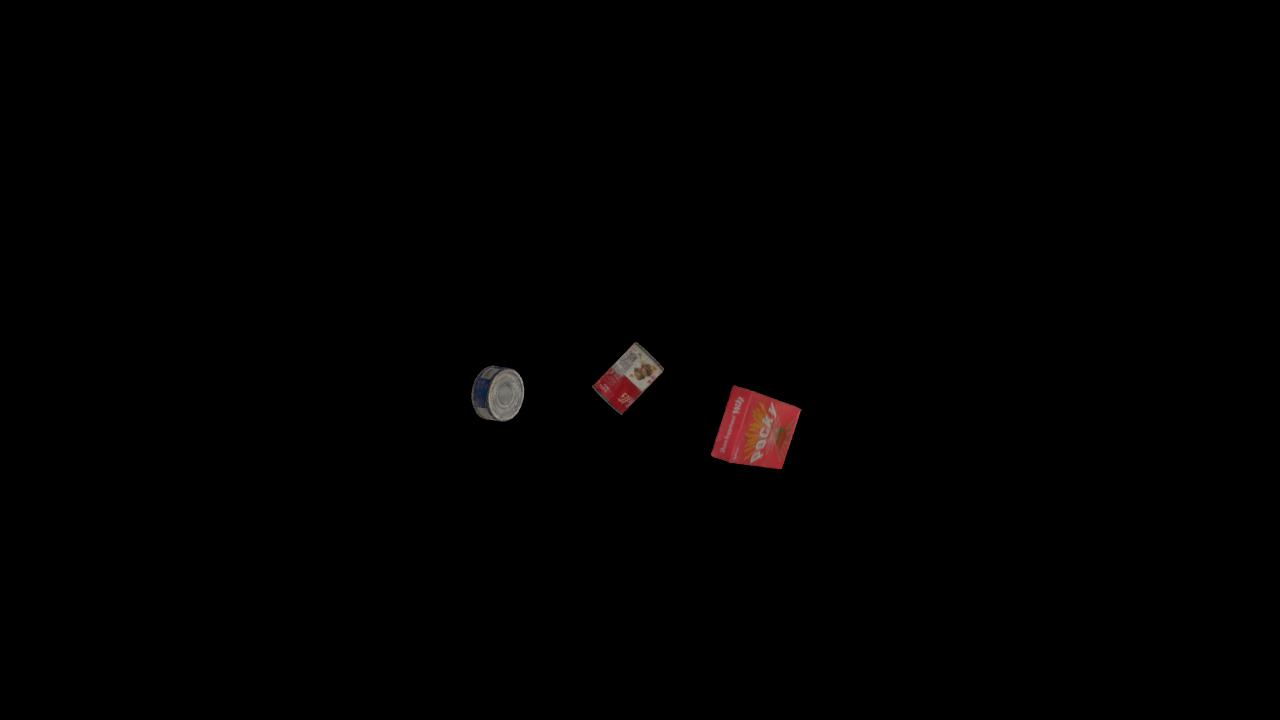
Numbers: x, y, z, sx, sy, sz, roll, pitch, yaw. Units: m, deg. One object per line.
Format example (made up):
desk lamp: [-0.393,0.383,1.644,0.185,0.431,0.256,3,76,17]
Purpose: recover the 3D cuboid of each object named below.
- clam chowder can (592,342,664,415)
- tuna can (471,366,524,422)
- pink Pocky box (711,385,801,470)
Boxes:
clam chowder can: [-0.019,0.029,0.991,0.068,0.102,0.068,43,-2,2]
tuna can: [-0.215,0.051,0.940,0.034,0.084,0.084,5,3,30]
pink Pocky box: [0.142,0.084,0.732,0.029,0.084,0.155,17,-1,36]
